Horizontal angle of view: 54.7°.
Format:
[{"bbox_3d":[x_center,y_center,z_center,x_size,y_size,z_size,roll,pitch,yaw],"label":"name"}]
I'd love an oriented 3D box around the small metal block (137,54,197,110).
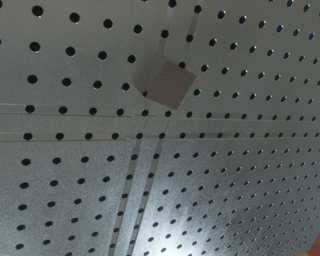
[{"bbox_3d":[0.009,-0.056,0.383,0.050,0.025,0.050,19,108,-36],"label":"small metal block"}]
